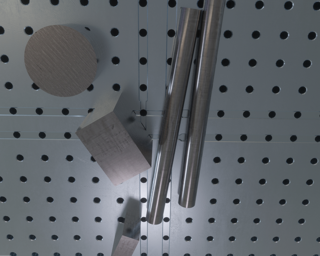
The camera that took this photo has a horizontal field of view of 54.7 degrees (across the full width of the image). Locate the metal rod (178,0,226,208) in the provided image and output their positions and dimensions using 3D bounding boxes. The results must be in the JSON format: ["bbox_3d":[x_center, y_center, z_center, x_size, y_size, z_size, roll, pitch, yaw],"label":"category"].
[{"bbox_3d":[0.052,-0.029,0.403,0.025,0.025,0.298,5,110,-2],"label":"metal rod"}]

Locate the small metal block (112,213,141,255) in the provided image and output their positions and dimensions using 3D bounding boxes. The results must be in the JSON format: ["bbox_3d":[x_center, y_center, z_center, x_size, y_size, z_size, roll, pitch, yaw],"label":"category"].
[{"bbox_3d":[-0.050,0.165,0.461,0.025,0.050,0.050,22,109,-8],"label":"small metal block"}]

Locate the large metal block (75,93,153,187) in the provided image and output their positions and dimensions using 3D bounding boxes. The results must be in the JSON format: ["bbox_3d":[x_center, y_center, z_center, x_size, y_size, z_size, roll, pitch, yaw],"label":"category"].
[{"bbox_3d":[-0.052,0.012,0.388,0.050,0.080,0.080,-29,108,10],"label":"large metal block"}]

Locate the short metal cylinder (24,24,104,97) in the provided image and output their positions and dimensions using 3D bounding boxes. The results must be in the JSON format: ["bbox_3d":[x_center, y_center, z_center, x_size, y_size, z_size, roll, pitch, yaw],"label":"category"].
[{"bbox_3d":[-0.111,-0.082,0.369,0.081,0.050,0.079,0,110,0],"label":"short metal cylinder"}]

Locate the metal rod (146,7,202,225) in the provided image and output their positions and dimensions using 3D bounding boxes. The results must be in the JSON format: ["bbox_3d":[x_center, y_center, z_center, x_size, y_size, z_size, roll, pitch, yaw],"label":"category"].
[{"bbox_3d":[0.014,-0.001,0.412,0.025,0.025,0.298,8,110,-3],"label":"metal rod"}]
